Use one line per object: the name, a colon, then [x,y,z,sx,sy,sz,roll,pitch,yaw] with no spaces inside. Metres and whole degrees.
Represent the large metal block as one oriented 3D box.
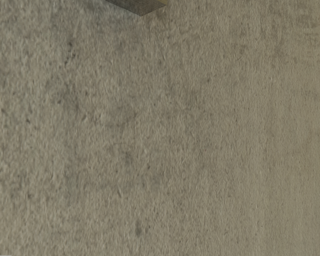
large metal block: [-0.035,-0.189,0.361,0.081,0.050,0.080,10,84,-40]
